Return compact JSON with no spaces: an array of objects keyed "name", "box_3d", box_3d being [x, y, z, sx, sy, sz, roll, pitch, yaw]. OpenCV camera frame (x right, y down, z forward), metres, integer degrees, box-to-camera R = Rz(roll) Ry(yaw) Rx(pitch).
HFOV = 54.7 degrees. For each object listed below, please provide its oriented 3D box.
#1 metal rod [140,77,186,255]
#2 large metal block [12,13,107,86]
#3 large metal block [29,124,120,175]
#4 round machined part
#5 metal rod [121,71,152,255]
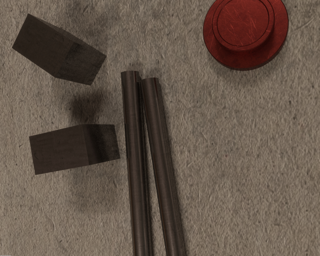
[{"name":"metal rod","box_3d":[0.008,0.083,0.405,0.025,0.025,0.298,-10,87,19]},{"name":"large metal block","box_3d":[-0.135,-0.104,0.426,0.080,0.080,0.050,34,101,16]},{"name":"large metal block","box_3d":[-0.112,0.027,0.418,0.080,0.080,0.050,-12,86,19]},{"name":"round machined part","box_3d":[0.099,-0.120,0.365,0.098,0.042,0.097,0,90,19]},{"name":"metal rod","box_3d":[-0.030,0.073,0.418,0.025,0.025,0.298,-5,88,19]}]
